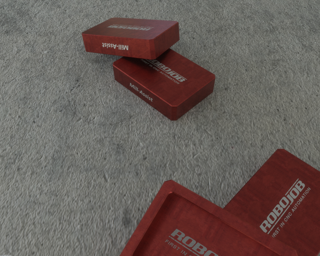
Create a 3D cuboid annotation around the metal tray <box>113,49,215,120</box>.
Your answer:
[{"bbox_3d":[0.005,-0.076,0.464,0.130,0.030,0.091,37,59,27],"label":"metal tray"}]

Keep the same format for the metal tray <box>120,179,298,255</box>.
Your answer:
[{"bbox_3d":[0.040,0.116,0.277,0.130,0.030,0.090,26,76,24],"label":"metal tray"}]

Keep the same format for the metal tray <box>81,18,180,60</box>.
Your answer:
[{"bbox_3d":[-0.046,-0.146,0.495,0.130,0.030,0.090,13,39,25],"label":"metal tray"}]

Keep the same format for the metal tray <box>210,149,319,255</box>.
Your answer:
[{"bbox_3d":[0.128,0.090,0.325,0.090,0.030,0.131,37,59,27],"label":"metal tray"}]
